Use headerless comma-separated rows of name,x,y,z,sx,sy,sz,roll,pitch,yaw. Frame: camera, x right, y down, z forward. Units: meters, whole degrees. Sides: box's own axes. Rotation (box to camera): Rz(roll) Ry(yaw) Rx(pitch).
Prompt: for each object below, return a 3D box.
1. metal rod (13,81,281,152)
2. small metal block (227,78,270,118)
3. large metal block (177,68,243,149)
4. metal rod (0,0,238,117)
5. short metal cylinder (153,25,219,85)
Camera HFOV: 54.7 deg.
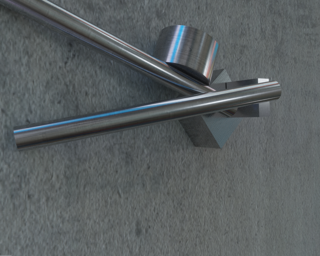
metal rod,0.004,-0.018,0.342,0.302,0.025,0.025,-12,98,-19
small metal block,0.120,-0.040,0.424,0.025,0.050,0.050,-5,94,-40
large metal block,0.072,-0.028,0.451,0.080,0.050,0.080,-48,119,-28
metal rod,-0.030,-0.078,0.345,0.302,0.025,0.025,23,75,-26
short metal cylinder,0.030,-0.087,0.399,0.080,0.080,0.050,26,74,-37
